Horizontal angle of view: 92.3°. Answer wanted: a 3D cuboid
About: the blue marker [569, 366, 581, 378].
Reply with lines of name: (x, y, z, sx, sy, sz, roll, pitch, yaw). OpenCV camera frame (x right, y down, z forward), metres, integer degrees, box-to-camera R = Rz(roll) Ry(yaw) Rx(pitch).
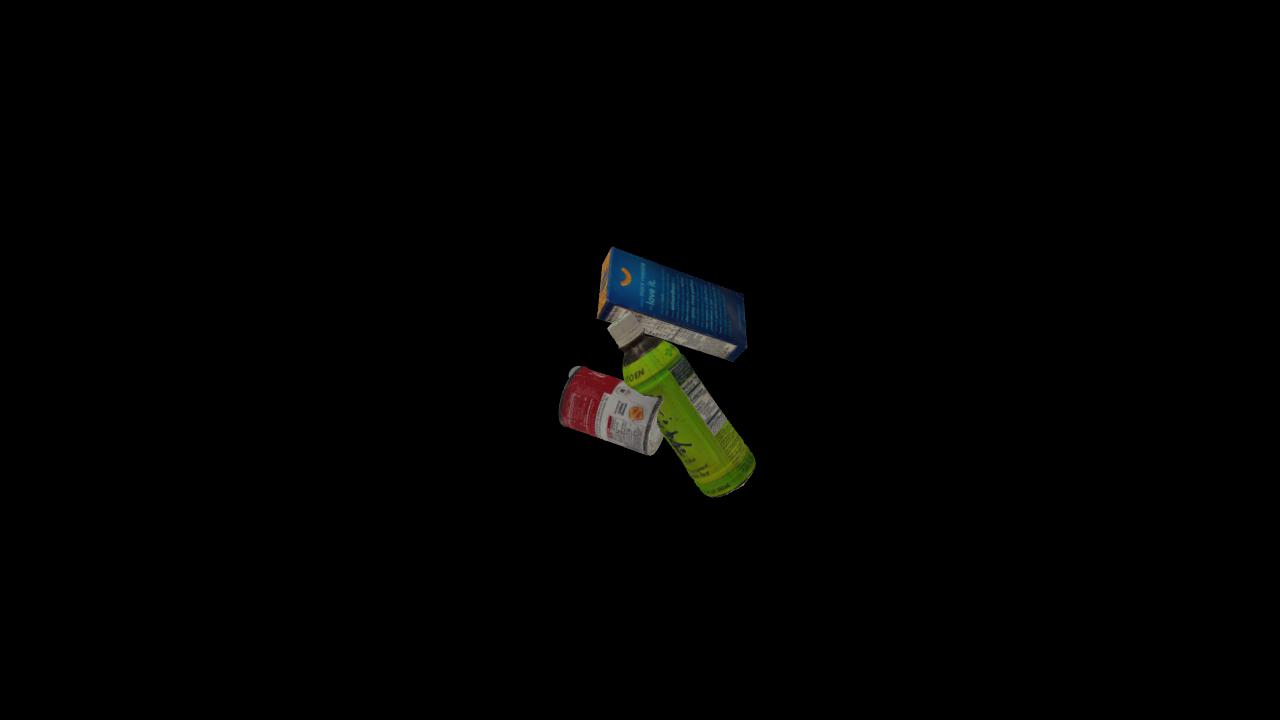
blue marker: (-0.048, 0.045, 0.726, 0.020, 0.020, 0.121, 0, -31, 26)

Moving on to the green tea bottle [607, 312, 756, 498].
green tea bottle: (0.039, 0.043, 0.644, 0.073, 0.212, 0.073, -33, 9, 6)

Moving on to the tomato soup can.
tomato soup can: (-0.025, 0.053, 0.641, 0.101, 0.068, 0.068, 17, 6, 18)

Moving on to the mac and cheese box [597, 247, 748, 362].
mac and cheese box: (0.041, -0.066, 0.748, 0.184, 0.093, 0.041, 17, -39, -17)
